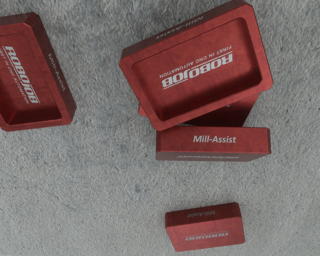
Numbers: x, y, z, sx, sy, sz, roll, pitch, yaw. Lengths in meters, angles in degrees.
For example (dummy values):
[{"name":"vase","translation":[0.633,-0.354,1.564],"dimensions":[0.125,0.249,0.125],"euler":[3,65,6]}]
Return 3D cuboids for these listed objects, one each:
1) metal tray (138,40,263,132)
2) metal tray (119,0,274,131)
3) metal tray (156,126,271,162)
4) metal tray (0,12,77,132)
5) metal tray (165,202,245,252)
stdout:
[{"name":"metal tray","translation":[0.046,-0.046,0.365],"dimensions":[0.131,0.030,0.089],"euler":[10,130,-9]},{"name":"metal tray","translation":[0.037,-0.059,0.312],"dimensions":[0.130,0.030,0.090],"euler":[-21,121,11]},{"name":"metal tray","translation":[0.060,0.022,0.391],"dimensions":[0.131,0.030,0.090],"euler":[1,168,-1]},{"name":"metal tray","translation":[-0.161,-0.057,0.353],"dimensions":[0.090,0.030,0.129],"euler":[-7,130,5]},{"name":"metal tray","translation":[0.082,0.181,0.559],"dimensions":[0.131,0.030,0.090],"euler":[-11,130,9]}]
